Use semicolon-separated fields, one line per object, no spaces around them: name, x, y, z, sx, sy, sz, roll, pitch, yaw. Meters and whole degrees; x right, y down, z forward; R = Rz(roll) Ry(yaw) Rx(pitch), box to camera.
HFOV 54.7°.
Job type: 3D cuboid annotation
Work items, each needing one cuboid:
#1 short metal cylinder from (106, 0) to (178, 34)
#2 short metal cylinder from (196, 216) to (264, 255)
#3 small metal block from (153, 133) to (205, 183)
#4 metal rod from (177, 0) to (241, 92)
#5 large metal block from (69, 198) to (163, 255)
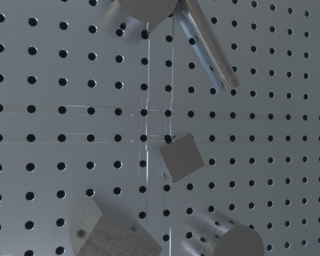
short metal cylinder;-0.024;-0.165;0.390;0.081;0.050;0.079;0;90;-20
short metal cylinder;0.098;0.171;0.436;0.081;0.050;0.079;0;90;-20
small metal block;0.026;0.039;0.422;0.050;0.025;0.050;-27;99;-18
metal rod;0.030;-0.185;0.423;0.025;0.025;0.299;-34;101;-17
large metal block;-0.055;0.132;0.364;0.080;0.080;0.050;36;79;-17
